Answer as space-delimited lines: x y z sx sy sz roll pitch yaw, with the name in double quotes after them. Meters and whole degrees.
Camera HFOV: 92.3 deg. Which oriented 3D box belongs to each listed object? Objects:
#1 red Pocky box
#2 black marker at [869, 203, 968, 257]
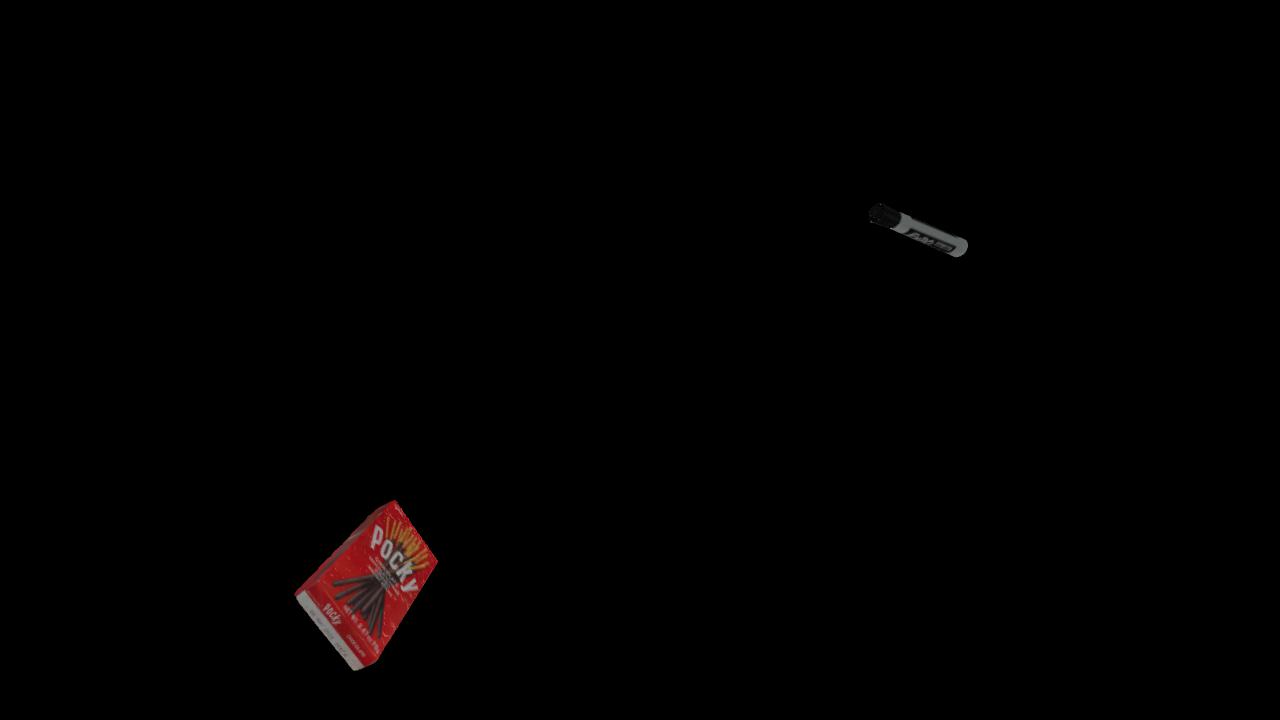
-0.238 0.194 0.556 0.028 0.083 0.155 -31 10 6 "red Pocky box"
0.261 -0.121 0.576 0.121 0.020 0.020 13 -6 -26 "black marker"
